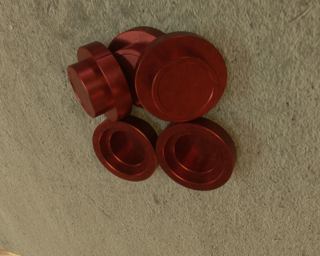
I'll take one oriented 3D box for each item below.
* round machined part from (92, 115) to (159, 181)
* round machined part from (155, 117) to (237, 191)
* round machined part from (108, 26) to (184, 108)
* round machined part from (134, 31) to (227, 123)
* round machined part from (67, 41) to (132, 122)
[{"bbox_3d":[-0.041,0.023,0.431,0.098,0.042,0.097,13,124,20],"label":"round machined part"},{"bbox_3d":[0.047,0.027,0.388,0.098,0.042,0.097,13,124,20],"label":"round machined part"},{"bbox_3d":[-0.024,-0.066,0.367,0.098,0.042,0.097,13,124,20],"label":"round machined part"},{"bbox_3d":[0.023,-0.048,0.326,0.099,0.042,0.097,-4,120,-6],"label":"round machined part"},{"bbox_3d":[-0.077,-0.051,0.374,0.098,0.042,0.097,47,154,32],"label":"round machined part"}]
